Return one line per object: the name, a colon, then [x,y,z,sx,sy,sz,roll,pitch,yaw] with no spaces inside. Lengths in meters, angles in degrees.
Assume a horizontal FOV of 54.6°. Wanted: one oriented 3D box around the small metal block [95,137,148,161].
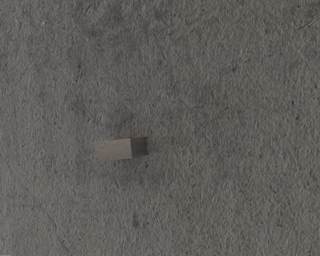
small metal block: [-0.050,0.028,0.414,0.050,0.050,0.025,-6,88,20]
